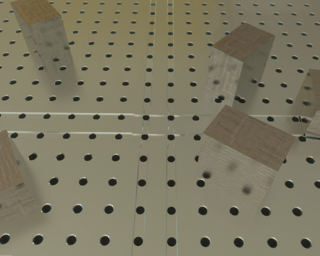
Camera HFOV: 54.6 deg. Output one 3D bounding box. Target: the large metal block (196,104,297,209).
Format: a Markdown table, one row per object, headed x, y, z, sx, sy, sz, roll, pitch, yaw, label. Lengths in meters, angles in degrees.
| x | y | z | sx | sy | sz | roll | pitch | yaw | label |
| --- | --- | --- | --- | --- | --- | --- | --- | --- | --- |
| 0.091 | 0.033 | 0.345 | 0.080 | 0.080 | 0.050 | 28 | 56 | 22 | large metal block |

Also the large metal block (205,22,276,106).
| x | y | z | sx | sy | sz | roll | pitch | yaw | label |
| --- | --- | --- | --- | --- | --- | --- | --- | --- | --- |
| 0.114 | -0.093 | 0.451 | 0.050 | 0.080 | 0.080 | 35 | 58 | 26 | large metal block |

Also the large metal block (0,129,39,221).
| x | y | z | sx | sy | sz | roll | pitch | yaw | label |
| --- | --- | --- | --- | --- | --- | --- | --- | --- | --- |
| -0.192 | 0.059 | 0.341 | 0.081 | 0.050 | 0.080 | -24 | 54 | -19 | large metal block |

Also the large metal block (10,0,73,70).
| x | y | z | sx | sy | sz | roll | pitch | yaw | label |
| --- | --- | --- | --- | --- | --- | --- | --- | --- | --- |
| -0.191 | -0.156 | 0.503 | 0.050 | 0.080 | 0.080 | -28 | 56 | -21 | large metal block |

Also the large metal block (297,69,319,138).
| x | y | z | sx | sy | sz | roll | pitch | yaw | label |
| --- | --- | --- | --- | --- | --- | --- | --- | --- | --- |
| 0.239 | -0.030 | 0.418 | 0.080 | 0.050 | 0.080 | 8 | 50 | 6 | large metal block |
